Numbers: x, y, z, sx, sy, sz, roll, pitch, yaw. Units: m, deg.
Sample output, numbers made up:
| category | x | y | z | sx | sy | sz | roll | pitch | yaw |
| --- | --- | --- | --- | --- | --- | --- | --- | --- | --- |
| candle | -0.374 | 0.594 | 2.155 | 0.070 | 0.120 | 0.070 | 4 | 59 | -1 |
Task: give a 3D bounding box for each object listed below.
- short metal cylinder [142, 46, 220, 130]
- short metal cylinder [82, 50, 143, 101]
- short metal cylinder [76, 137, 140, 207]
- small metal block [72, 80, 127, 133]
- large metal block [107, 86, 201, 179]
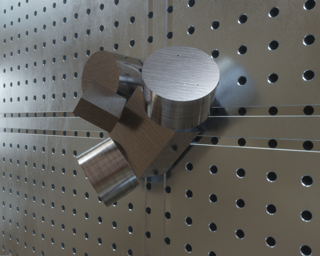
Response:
| category | x | y | z | sx | sy | sz | roll | pitch | yaw |
| --- | --- | --- | --- | --- | --- | --- | --- | --- | --- |
| short metal cylinder | 0.021 | -0.045 | 0.342 | 0.080 | 0.081 | 0.050 | 51 | 158 | 28 |
| short metal cylinder | -0.067 | -0.066 | 0.444 | 0.080 | 0.050 | 0.079 | 0 | 90 | 40 |
| short metal cylinder | -0.070 | 0.059 | 0.419 | 0.050 | 0.080 | 0.080 | -32 | 70 | -13 |
| small metal block | -0.073 | -0.028 | 0.384 | 0.025 | 0.050 | 0.050 | -53 | 16 | 29 |
| large metal block | -0.010 | 0.005 | 0.394 | 0.080 | 0.050 | 0.080 | 52 | 120 | 27 |
